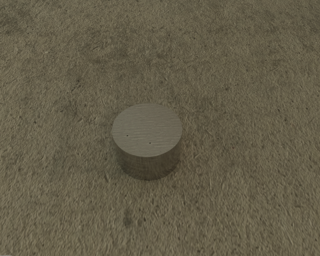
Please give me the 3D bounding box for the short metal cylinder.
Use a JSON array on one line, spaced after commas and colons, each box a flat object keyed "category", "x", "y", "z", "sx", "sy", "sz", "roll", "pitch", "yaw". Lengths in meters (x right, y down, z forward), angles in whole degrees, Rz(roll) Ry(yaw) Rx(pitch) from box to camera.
[{"category": "short metal cylinder", "x": -0.015, "y": 0.016, "z": 0.374, "sx": 0.080, "sy": 0.050, "sz": 0.080, "roll": 0, "pitch": 50, "yaw": 0}]
